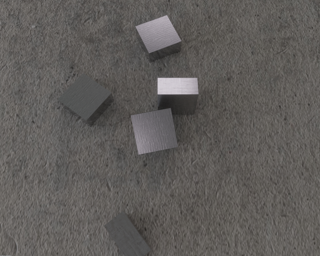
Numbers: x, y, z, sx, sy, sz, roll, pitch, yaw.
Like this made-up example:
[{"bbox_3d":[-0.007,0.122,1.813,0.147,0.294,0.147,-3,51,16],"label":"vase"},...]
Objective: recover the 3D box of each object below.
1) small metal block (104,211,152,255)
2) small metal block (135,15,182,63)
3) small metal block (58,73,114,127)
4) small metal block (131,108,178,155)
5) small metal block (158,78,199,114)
[{"bbox_3d":[-0.034,0.124,0.349,0.025,0.050,0.050,-36,74,-12],"label":"small metal block"},{"bbox_3d":[-0.002,-0.131,0.456,0.050,0.025,0.050,-23,72,-8],"label":"small metal block"},{"bbox_3d":[-0.100,-0.038,0.421,0.050,0.025,0.050,35,74,12],"label":"small metal block"},{"bbox_3d":[-0.008,0.003,0.397,0.050,0.025,0.050,-11,95,-4],"label":"small metal block"},{"bbox_3d":[0.022,-0.041,0.408,0.050,0.050,0.025,0,63,0],"label":"small metal block"}]
